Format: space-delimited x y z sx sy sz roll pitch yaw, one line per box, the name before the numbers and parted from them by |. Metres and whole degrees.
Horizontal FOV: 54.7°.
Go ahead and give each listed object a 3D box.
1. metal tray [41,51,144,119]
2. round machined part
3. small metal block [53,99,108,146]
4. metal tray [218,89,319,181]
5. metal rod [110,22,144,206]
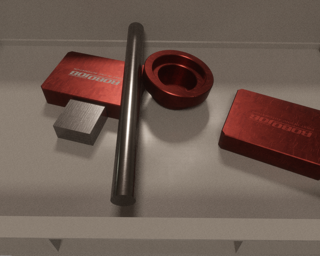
metal tray | -0.092 -0.065 0.455 0.131 0.030 0.090 13 51 10
round machined part | 0.023 -0.064 0.440 0.099 0.042 0.098 8 49 -9
small metal block | -0.104 -0.008 0.411 0.050 0.025 0.050 12 51 10
metal tray | 0.152 0.004 0.400 0.130 0.030 0.090 18 52 14
metal rod | -0.037 -0.044 0.401 0.025 0.025 0.300 0 50 -1
